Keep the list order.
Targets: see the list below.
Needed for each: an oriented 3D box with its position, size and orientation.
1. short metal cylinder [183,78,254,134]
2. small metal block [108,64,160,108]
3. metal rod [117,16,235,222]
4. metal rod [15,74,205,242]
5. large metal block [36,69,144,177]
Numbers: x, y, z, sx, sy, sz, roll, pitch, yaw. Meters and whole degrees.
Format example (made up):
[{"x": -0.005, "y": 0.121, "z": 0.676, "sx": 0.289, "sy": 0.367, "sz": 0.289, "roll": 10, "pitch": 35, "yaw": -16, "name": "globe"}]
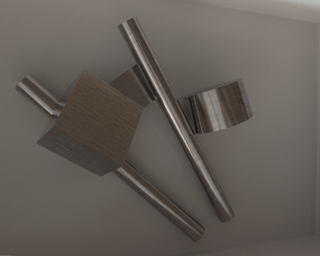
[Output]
[{"x": 0.077, "y": -0.030, "z": 0.411, "sx": 0.081, "sy": 0.080, "sz": 0.050, "roll": -21, "pitch": 97, "yaw": -19, "name": "short metal cylinder"}, {"x": -0.035, "y": -0.048, "z": 0.399, "sx": 0.050, "sy": 0.025, "sz": 0.050, "roll": -39, "pitch": 103, "yaw": -16, "name": "small metal block"}, {"x": 0.029, "y": 0.002, "z": 0.402, "sx": 0.025, "sy": 0.025, "sz": 0.299, "roll": -34, "pitch": 109, "yaw": -17, "name": "metal rod"}, {"x": -0.051, "y": 0.047, "z": 0.392, "sx": 0.300, "sy": 0.025, "sz": 0.025, "roll": 44, "pitch": 76, "yaw": -15, "name": "metal rod"}, {"x": -0.075, "y": -0.004, "z": 0.344, "sx": 0.080, "sy": 0.050, "sz": 0.080, "roll": 34, "pitch": 52, "yaw": -23, "name": "large metal block"}]
